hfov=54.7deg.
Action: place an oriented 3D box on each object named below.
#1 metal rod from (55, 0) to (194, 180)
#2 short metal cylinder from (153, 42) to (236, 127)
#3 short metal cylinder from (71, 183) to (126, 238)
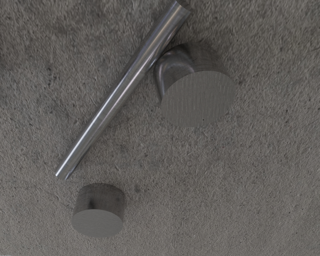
[{"bbox_3d":[-0.061,-0.027,0.383,0.025,0.025,0.298,27,125,-22],"label":"metal rod"},{"bbox_3d":[0.036,-0.046,0.341,0.081,0.050,0.080,-8,139,-7],"label":"short metal cylinder"},{"bbox_3d":[-0.098,0.135,0.505,0.081,0.050,0.079,0,130,0],"label":"short metal cylinder"}]
